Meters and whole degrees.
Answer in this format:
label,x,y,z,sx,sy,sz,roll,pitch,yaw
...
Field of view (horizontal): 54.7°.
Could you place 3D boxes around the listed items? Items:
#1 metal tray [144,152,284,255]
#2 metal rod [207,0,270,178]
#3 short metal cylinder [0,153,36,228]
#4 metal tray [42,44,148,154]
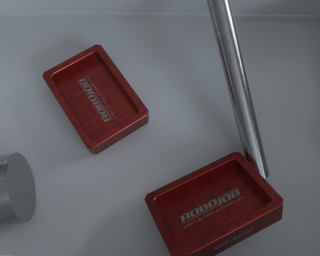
label,x,y,z,sx,sy,sz,roll,pitch,yaw
metal tray,0.059,0.089,0.353,0.131,0.030,0.090,-24,42,-9
metal rod,0.087,-0.082,0.376,0.025,0.025,0.298,-16,96,-6
short metal cylinder,-0.182,0.072,0.352,0.050,0.080,0.080,-11,71,-4
metal tray,-0.086,-0.041,0.420,0.090,0.030,0.130,-33,74,-12
